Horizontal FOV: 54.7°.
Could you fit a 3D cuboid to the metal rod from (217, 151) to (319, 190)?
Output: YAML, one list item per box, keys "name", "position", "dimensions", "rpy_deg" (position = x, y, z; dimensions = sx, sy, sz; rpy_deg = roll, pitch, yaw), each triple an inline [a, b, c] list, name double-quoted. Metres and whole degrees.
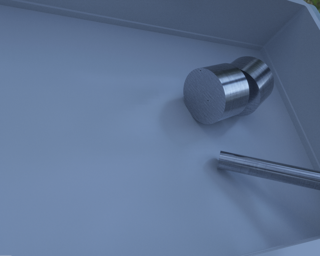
- name: "metal rod"
  position: [0.227, 0.072, 0.400]
  dimensions: [0.301, 0.025, 0.025]
  rpy_deg: [11, 52, 11]

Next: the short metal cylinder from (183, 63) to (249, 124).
- name: "short metal cylinder"
  position: [0.080, -0.050, 0.446]
  dimensions: [0.050, 0.080, 0.080]
  rpy_deg: [-18, 72, -35]

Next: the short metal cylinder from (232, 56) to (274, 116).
- name: "short metal cylinder"
  position: [0.128, -0.065, 0.481]
  dimensions: [0.080, 0.080, 0.050]
  rpy_deg: [48, 51, 5]
